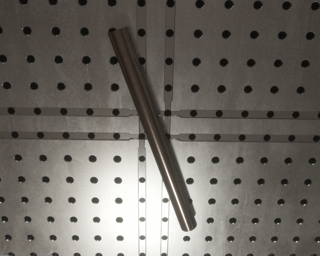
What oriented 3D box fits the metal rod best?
[{"bbox_3d":[-0.004,0.016,0.419,0.025,0.025,0.298,-18,110,6],"label":"metal rod"}]
